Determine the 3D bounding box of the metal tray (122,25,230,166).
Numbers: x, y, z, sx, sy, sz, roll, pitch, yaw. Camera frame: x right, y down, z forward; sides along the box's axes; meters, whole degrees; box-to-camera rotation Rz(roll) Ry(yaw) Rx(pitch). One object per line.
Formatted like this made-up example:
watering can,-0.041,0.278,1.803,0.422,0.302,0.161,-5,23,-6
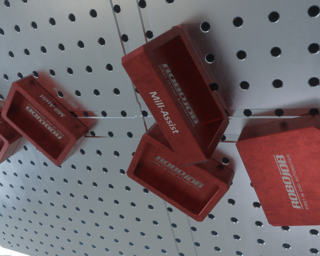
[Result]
metal tray,0.023,-0.036,0.334,0.030,0.090,0.130,-21,108,36

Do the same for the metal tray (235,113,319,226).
metal tray,0.154,0.054,0.360,0.090,0.030,0.130,-14,111,34

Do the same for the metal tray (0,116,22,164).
metal tray,-0.329,-0.002,0.581,0.130,0.030,0.090,45,129,-3

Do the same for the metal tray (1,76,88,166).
metal tray,-0.189,-0.009,0.503,0.130,0.030,0.090,42,129,-1

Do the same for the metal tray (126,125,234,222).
metal tray,0.024,0.065,0.435,0.130,0.030,0.089,32,129,7
